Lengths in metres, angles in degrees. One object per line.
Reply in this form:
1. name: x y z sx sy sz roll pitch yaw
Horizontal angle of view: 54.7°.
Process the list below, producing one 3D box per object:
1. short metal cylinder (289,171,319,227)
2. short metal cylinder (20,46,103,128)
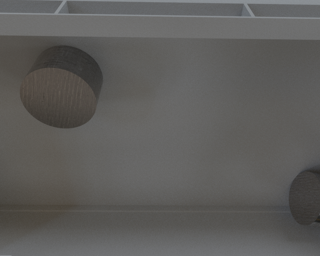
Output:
1. short metal cylinder: 0.241 0.109 0.468 0.050 0.080 0.079 10 129 -9
2. short metal cylinder: -0.109 -0.046 0.352 0.081 0.050 0.079 0 130 0
